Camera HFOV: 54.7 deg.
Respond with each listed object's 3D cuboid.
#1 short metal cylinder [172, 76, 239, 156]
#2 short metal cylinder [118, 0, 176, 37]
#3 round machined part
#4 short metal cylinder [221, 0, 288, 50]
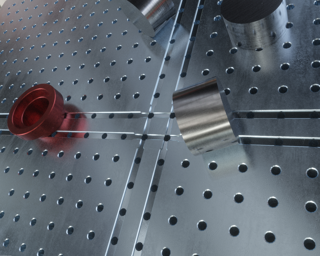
[{"bbox_3d":[0.054,-0.013,0.353,0.050,0.080,0.080,-19,55,17],"label":"short metal cylinder"},{"bbox_3d":[-0.021,-0.196,0.504,0.050,0.080,0.080,-48,51,-5],"label":"short metal cylinder"},{"bbox_3d":[-0.200,-0.022,0.516,0.098,0.042,0.098,-13,56,21],"label":"round machined part"},{"bbox_3d":[0.128,-0.153,0.419,0.080,0.050,0.080,-13,56,21],"label":"short metal cylinder"}]
